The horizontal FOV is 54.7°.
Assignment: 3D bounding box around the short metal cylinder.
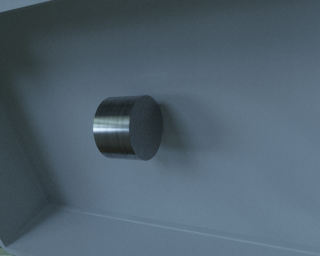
[{"bbox_3d":[-0.038,0.000,0.388,0.050,0.080,0.080,0,119,28],"label":"short metal cylinder"}]
